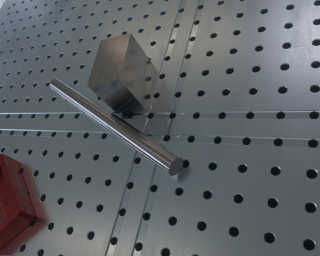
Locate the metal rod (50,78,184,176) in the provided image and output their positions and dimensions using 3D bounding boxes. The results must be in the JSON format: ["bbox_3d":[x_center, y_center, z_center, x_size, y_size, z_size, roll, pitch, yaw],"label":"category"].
[{"bbox_3d":[-0.082,-0.016,0.460,0.300,0.025,0.025,31,79,37],"label":"metal rod"}]

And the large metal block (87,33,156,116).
[{"bbox_3d":[-0.051,-0.074,0.445,0.050,0.080,0.080,-6,59,25],"label":"large metal block"}]

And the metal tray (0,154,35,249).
[{"bbox_3d":[-0.247,0.112,0.465,0.090,0.030,0.130,-41,51,0],"label":"metal tray"}]
